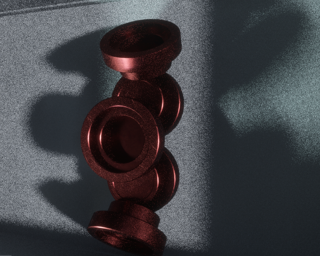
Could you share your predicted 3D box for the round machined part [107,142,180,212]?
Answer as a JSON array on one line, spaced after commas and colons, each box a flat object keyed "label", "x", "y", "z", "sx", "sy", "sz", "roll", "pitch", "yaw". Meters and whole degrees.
[{"label": "round machined part", "x": -0.027, "y": 0.065, "z": 0.408, "sx": 0.098, "sy": 0.042, "sz": 0.097, "roll": 0, "pitch": 90, "yaw": 19}]

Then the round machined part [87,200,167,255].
[{"label": "round machined part", "x": -0.038, "y": 0.126, "z": 0.393, "sx": 0.098, "sy": 0.098, "sz": 0.042, "roll": 7, "pitch": 55, "yaw": 19}]

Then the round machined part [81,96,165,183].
[{"label": "round machined part", "x": -0.040, "y": 0.013, "z": 0.367, "sx": 0.098, "sy": 0.042, "sz": 0.097, "roll": 0, "pitch": 90, "yaw": 19}]

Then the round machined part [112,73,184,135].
[{"label": "round machined part", "x": -0.021, "y": -0.033, "z": 0.406, "sx": 0.098, "sy": 0.042, "sz": 0.097, "roll": 0, "pitch": 90, "yaw": 19}]

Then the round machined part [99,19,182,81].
[{"label": "round machined part", "x": -0.022, "y": -0.095, "z": 0.387, "sx": 0.098, "sy": 0.098, "sz": 0.042, "roll": 8, "pitch": 135, "yaw": 19}]
